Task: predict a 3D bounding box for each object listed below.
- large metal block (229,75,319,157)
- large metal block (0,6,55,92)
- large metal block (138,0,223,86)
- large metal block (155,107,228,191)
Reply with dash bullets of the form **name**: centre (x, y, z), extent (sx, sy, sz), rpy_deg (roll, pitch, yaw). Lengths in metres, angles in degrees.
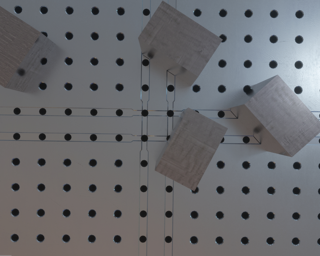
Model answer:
- **large metal block**: centre (0.140, -0.014, 0.387), extent (0.050, 0.080, 0.080), rpy_deg (-42, 90, 0)
- **large metal block**: centre (-0.199, -0.104, 0.400), extent (0.080, 0.050, 0.080), rpy_deg (33, 90, 0)
- **large metal block**: centre (0.023, -0.100, 0.386), extent (0.080, 0.080, 0.050), rpy_deg (33, 90, 0)
- **large metal block**: centre (0.035, 0.024, 0.386), extent (0.050, 0.080, 0.080), rpy_deg (28, 90, 0)
